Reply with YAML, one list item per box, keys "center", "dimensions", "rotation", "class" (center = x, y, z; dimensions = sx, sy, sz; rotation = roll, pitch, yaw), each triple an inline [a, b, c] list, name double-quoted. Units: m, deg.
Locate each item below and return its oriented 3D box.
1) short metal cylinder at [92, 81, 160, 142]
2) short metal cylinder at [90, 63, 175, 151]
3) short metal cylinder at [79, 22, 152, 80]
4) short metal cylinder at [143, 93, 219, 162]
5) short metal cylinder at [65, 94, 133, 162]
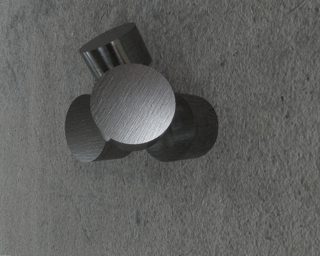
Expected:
- center: [-0.047, -0.022, 0.427]
  dimensions: [0.080, 0.050, 0.079]
  rotation: [0, 90, 39]
  class: "short metal cylinder"
- center: [-0.028, -0.019, 0.317]
  dimensions: [0.050, 0.081, 0.080]
  rotation: [118, 140, -76]
  class: "short metal cylinder"
- center: [-0.058, -0.097, 0.408]
  dimensions: [0.080, 0.080, 0.050]
  rotation: [0, 129, 39]
  class: "short metal cylinder"
- center: [0.022, -0.001, 0.370]
  dimensions: [0.080, 0.050, 0.079]
  rotation: [0, 90, 39]
  class: "short metal cylinder"
- center: [-0.072, 0.000, 0.381]
  dimensions: [0.080, 0.050, 0.079]
  rotation: [0, 90, 39]
  class: "short metal cylinder"
